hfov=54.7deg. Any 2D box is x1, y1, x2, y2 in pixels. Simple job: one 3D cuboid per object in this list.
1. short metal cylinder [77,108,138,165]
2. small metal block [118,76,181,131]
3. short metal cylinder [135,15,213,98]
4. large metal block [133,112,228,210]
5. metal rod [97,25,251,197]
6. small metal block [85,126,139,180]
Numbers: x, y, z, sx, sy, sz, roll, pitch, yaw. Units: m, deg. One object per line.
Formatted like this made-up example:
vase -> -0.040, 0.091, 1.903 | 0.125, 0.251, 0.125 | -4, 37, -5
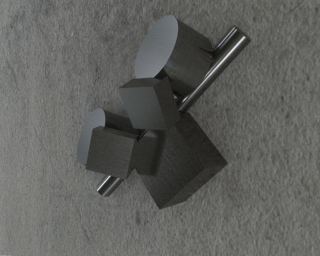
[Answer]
short metal cylinder -> -0.074, 0.018, 0.431 | 0.080, 0.050, 0.080 | -32, 47, 43
small metal block -> -0.011, -0.026, 0.332 | 0.050, 0.025, 0.050 | 3, 123, 39
short metal cylinder -> 0.014, -0.081, 0.358 | 0.080, 0.050, 0.080 | -32, 47, 43
large metal block -> 0.018, 0.037, 0.371 | 0.080, 0.050, 0.080 | -49, 62, 29
metal rod -> 0.002, -0.004, 0.403 | 0.299, 0.025, 0.025 | -48, 62, 28
small metal block -> -0.057, 0.029, 0.370 | 0.050, 0.025, 0.050 | 14, 101, 6
